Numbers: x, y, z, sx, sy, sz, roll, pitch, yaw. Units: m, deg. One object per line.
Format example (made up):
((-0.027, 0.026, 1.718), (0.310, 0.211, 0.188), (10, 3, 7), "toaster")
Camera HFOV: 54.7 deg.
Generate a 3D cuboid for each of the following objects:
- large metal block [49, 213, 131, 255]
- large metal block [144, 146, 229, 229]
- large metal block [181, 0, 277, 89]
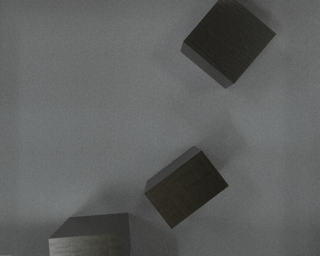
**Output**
((-0.081, 0.144, 0.383), (0.081, 0.080, 0.050), (-5, 90, -1), "large metal block")
((0.030, 0.068, 0.384), (0.080, 0.080, 0.050), (-37, 90, 0), "large metal block")
((0.085, -0.110, 0.400), (0.080, 0.050, 0.080), (40, 90, -1), "large metal block")
